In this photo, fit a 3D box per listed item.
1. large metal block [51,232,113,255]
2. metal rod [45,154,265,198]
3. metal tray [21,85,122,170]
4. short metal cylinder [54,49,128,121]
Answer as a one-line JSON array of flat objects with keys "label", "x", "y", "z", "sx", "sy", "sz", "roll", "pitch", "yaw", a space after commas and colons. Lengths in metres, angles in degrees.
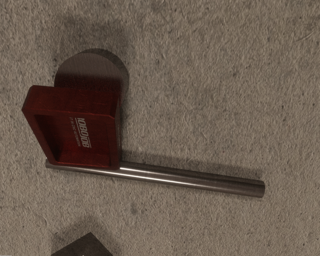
[{"label": "large metal block", "x": -0.118, "y": 0.222, "z": 0.477, "sx": 0.080, "sy": 0.050, "sz": 0.080, "roll": -33, "pitch": 107, "yaw": 11}, {"label": "metal rod", "x": -0.003, "y": 0.065, "z": 0.433, "sx": 0.302, "sy": 0.025, "sz": 0.025, "roll": 9, "pitch": 110, "yaw": -4}, {"label": "metal tray", "x": -0.093, "y": 0.006, "z": 0.360, "sx": 0.091, "sy": 0.030, "sz": 0.129, "roll": 5, "pitch": 148, "yaw": -2}, {"label": "short metal cylinder", "x": -0.080, "y": -0.053, "z": 0.376, "sx": 0.081, "sy": 0.050, "sz": 0.079, "roll": 0, "pitch": 110, "yaw": -1}]
